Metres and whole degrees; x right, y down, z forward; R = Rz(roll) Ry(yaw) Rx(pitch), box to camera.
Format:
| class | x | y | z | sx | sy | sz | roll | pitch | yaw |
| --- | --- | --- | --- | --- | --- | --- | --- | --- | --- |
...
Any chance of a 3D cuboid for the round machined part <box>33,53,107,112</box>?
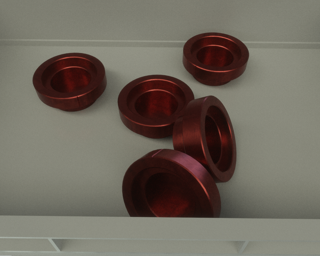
| class | x | y | z | sx | sy | sz | roll | pitch | yaw |
| --- | --- | --- | --- | --- | --- | --- | --- | --- | --- |
| round machined part | -0.126 | -0.062 | 0.445 | 0.099 | 0.042 | 0.098 | 0 | 50 | 0 |

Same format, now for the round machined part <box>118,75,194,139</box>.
| class | x | y | z | sx | sy | sz | roll | pitch | yaw |
| --- | --- | --- | --- | --- | --- | --- | --- | --- | --- |
| round machined part | -0.005 | -0.024 | 0.413 | 0.099 | 0.042 | 0.098 | -1 | 48 | 1 |

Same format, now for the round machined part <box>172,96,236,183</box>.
| class | x | y | z | sx | sy | sz | roll | pitch | yaw |
| --- | --- | --- | --- | --- | --- | --- | --- | --- | --- |
| round machined part | 0.049 | 0.015 | 0.356 | 0.042 | 0.098 | 0.098 | -12 | 43 | 32 |

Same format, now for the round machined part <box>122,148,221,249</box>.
| class | x | y | z | sx | sy | sz | roll | pitch | yaw |
| --- | --- | --- | --- | --- | --- | --- | --- | --- | --- |
| round machined part | 0.014 | 0.066 | 0.309 | 0.098 | 0.097 | 0.042 | 27 | 29 | 21 |

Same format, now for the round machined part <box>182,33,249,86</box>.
| class | x | y | z | sx | sy | sz | roll | pitch | yaw |
| --- | --- | --- | --- | --- | --- | --- | --- | --- | --- |
| round machined part | 0.084 | -0.103 | 0.481 | 0.099 | 0.042 | 0.098 | 0 | 50 | 0 |
